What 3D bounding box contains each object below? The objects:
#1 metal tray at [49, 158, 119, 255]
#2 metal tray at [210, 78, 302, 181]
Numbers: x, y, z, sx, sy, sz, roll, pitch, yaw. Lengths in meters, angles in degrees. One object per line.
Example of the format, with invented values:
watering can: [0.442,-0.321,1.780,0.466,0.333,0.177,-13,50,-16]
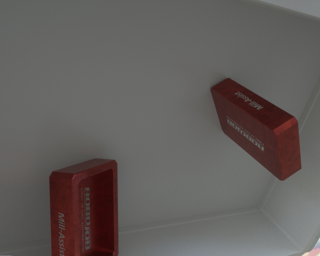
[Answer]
metal tray: [-0.084,0.107,0.362,0.090,0.030,0.129,-12,102,-68]
metal tray: [0.123,-0.002,0.406,0.030,0.130,0.090,-31,129,-8]
